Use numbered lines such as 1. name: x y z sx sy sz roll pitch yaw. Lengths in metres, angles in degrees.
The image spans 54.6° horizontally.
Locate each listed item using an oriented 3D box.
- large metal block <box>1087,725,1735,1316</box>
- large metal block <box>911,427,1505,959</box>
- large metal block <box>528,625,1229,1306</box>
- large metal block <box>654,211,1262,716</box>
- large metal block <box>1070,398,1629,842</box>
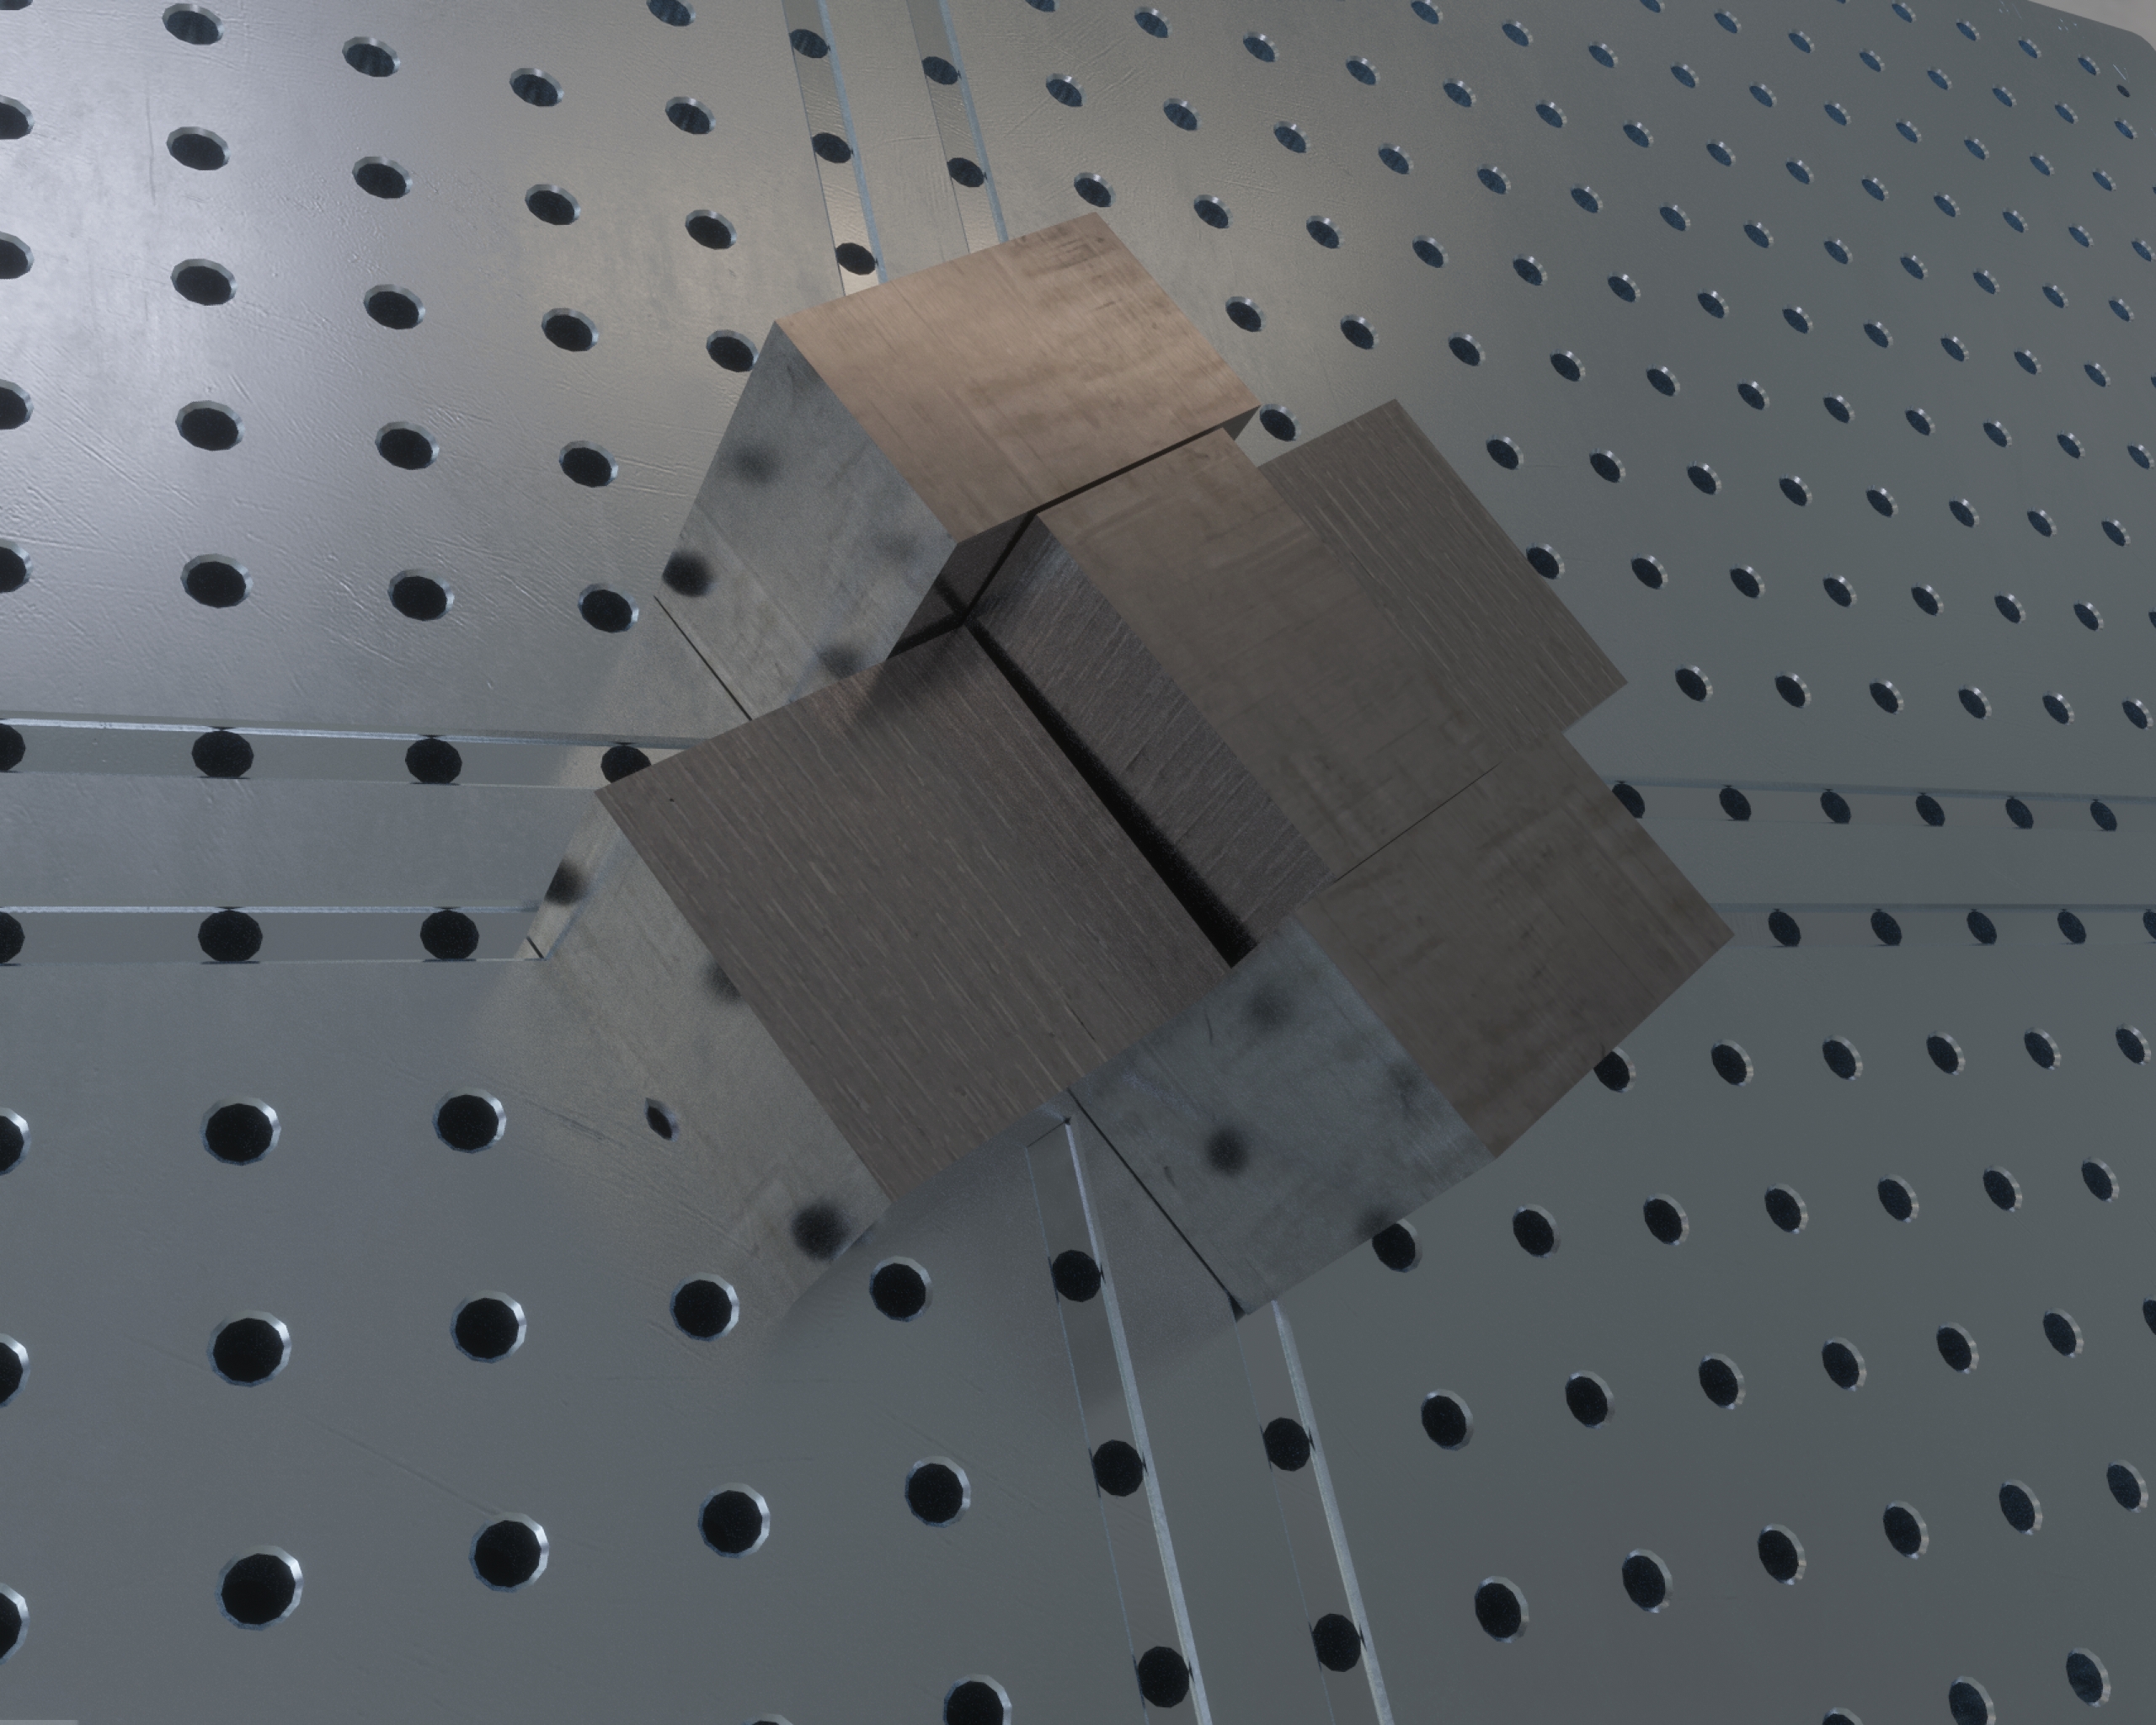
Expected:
1. large metal block: 0.060 0.029 0.386 0.081 0.080 0.050 -32 80 -39
2. large metal block: 0.018 -0.020 0.394 0.050 0.080 0.080 -33 80 -38
3. large metal block: -0.034 0.016 0.365 0.081 0.050 0.080 -30 78 -38
4. large metal block: -0.024 -0.069 0.401 0.081 0.080 0.050 -32 79 -38
5. large metal block: 0.056 -0.042 0.446 0.081 0.050 0.080 -33 82 -38
